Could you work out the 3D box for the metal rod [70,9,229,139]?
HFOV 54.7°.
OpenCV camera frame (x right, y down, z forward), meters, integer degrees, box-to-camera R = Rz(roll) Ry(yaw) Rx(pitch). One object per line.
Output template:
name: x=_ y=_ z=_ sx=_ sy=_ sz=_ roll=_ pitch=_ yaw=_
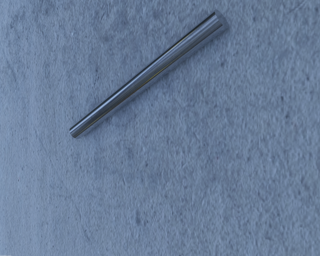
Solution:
metal rod: x=-0.035 y=-0.058 z=0.431 sx=0.299 sy=0.025 sz=0.025 roll=-32 pitch=71 yaw=35
